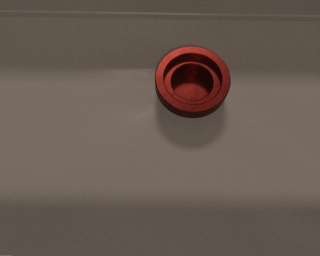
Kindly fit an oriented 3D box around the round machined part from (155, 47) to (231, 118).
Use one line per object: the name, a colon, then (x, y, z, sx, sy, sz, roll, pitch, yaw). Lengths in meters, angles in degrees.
round machined part: (0.043, -0.058, 0.422, 0.099, 0.042, 0.098, 0, 70, -1)
